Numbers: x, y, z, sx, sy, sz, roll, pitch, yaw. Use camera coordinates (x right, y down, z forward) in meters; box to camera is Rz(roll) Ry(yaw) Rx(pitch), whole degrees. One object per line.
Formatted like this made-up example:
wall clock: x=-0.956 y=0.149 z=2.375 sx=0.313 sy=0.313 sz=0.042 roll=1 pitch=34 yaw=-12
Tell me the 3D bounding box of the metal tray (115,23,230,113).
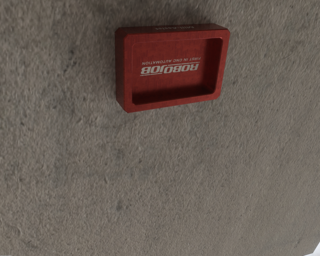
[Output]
metal tray: x=0.015 y=-0.072 z=0.366 sx=0.131 sy=0.030 sz=0.089 roll=-11 pitch=123 yaw=-23
